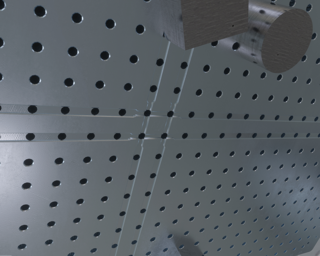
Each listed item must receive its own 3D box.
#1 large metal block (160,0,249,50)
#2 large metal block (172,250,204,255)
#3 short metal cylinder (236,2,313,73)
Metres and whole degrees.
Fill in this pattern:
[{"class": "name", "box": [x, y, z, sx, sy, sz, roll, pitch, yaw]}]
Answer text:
[{"class": "large metal block", "box": [0.047, -0.139, 0.334, 0.081, 0.050, 0.080, -21, 127, -16]}, {"class": "large metal block", "box": [0.049, 0.289, 0.601, 0.080, 0.050, 0.080, 28, 103, -38]}, {"class": "short metal cylinder", "box": [0.148, -0.118, 0.402, 0.081, 0.050, 0.079, -14, 124, -21]}]
